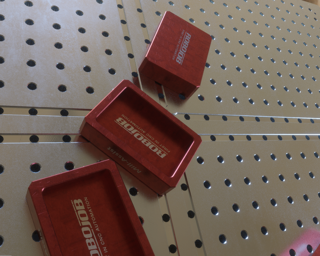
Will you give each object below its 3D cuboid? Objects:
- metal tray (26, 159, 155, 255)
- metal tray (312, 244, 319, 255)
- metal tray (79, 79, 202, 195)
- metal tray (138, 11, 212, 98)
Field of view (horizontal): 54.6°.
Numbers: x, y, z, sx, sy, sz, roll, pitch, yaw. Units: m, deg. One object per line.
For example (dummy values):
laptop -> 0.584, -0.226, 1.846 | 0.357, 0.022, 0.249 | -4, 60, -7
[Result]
metal tray -> -0.066, 0.104, 0.305 | 0.091, 0.030, 0.130 | -14, 69, -34
metal tray -> 0.243, 0.178, 0.387 | 0.090, 0.030, 0.131 | 27, 34, 37
metal tray -> -0.020, 0.009, 0.387 | 0.130, 0.030, 0.090 | 38, 51, -3
metal tray -> 0.028, -0.120, 0.493 | 0.090, 0.030, 0.130 | 27, 52, -12
